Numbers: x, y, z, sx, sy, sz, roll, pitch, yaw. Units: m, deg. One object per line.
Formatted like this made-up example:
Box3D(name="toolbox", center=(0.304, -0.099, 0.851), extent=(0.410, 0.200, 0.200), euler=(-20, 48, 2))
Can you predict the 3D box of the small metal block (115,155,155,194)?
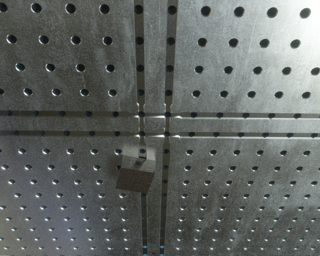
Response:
Box3D(name="small metal block", center=(-0.038, 0.071, 0.472), extent=(0.050, 0.025, 0.050), euler=(11, 129, -10))
